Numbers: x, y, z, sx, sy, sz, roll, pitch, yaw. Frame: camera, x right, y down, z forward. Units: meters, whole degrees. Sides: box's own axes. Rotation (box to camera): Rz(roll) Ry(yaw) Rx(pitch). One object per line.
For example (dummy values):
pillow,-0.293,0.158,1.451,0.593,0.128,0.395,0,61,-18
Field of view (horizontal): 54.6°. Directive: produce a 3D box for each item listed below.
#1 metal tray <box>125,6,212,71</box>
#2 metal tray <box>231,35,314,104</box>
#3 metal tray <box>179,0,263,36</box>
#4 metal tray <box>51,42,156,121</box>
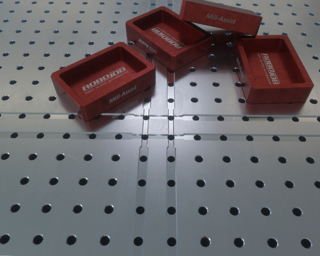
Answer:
metal tray,0.014,-0.159,0.538,0.091,0.030,0.130,-33,57,-25
metal tray,0.170,-0.096,0.485,0.091,0.030,0.130,-2,50,-2
metal tray,0.100,-0.195,0.535,0.131,0.030,0.090,11,27,-2
metal tray,-0.082,-0.075,0.466,0.131,0.030,0.090,-33,58,-25
